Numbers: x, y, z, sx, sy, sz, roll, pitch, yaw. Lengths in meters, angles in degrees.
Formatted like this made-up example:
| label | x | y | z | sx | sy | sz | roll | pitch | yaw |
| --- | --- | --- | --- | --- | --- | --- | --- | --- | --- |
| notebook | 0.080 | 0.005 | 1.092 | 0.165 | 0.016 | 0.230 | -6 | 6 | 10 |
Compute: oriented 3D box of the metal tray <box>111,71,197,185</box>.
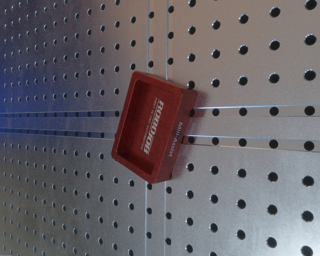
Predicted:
| label | x | y | z | sx | sy | sz | roll | pitch | yaw |
| --- | --- | --- | --- | --- | --- | --- | --- | --- | --- |
| metal tray | -0.013 | -0.002 | 0.417 | 0.090 | 0.030 | 0.129 | 27 | 107 | 36 |
